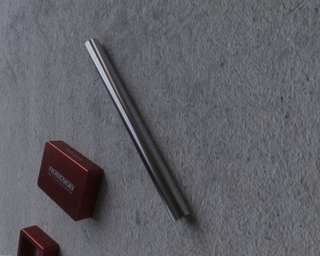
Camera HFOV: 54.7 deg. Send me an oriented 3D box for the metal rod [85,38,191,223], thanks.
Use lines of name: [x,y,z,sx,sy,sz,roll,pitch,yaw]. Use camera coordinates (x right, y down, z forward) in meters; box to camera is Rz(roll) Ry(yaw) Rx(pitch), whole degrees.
metal rod: [-0.040,-0.011,0.435,0.025,0.025,0.299,-43,65,31]

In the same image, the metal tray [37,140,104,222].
metal tray: [-0.156,0.086,0.528,0.130,0.030,0.089,26,106,36]

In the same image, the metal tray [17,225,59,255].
metal tray: [-0.240,0.267,0.595,0.090,0.030,0.129,18,101,38]
